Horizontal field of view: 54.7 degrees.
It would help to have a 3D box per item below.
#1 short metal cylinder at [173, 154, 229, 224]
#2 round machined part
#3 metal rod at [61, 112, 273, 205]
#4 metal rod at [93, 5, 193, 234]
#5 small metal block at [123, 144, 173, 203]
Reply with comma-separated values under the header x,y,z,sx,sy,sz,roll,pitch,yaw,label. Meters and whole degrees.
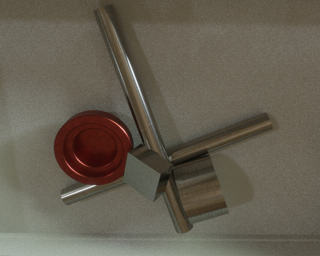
x,y,z,sx,sy,sz,roll,pitch,yaw,label
0.054,0.081,0.411,0.050,0.080,0.080,-19,109,6,short metal cylinder
-0.084,0.023,0.408,0.099,0.042,0.097,0,110,-1,round machined part
0.004,0.045,0.426,0.301,0.025,0.025,-21,109,7,metal rod
-0.016,-0.001,0.390,0.025,0.025,0.298,-18,102,6,metal rod
-0.016,0.056,0.386,0.050,0.025,0.050,31,129,23,small metal block
